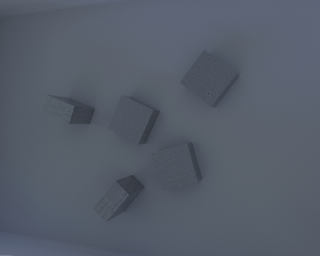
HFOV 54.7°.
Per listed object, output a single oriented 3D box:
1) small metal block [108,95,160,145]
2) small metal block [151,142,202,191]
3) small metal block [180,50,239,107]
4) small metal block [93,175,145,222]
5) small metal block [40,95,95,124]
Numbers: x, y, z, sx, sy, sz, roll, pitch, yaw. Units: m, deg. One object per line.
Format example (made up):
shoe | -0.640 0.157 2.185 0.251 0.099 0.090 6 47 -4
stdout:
small metal block | -0.035 -0.011 0.423 0.050 0.025 0.050 27 99 18
small metal block | 0.022 0.050 0.403 0.050 0.025 0.050 -17 84 19
small metal block | 0.062 -0.061 0.388 0.050 0.025 0.050 40 102 15
small metal block | -0.054 0.093 0.416 0.025 0.050 0.050 43 103 15
small metal block | -0.131 -0.026 0.443 0.050 0.050 0.025 21 97 18
